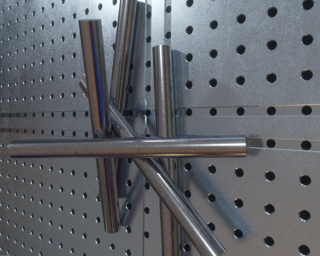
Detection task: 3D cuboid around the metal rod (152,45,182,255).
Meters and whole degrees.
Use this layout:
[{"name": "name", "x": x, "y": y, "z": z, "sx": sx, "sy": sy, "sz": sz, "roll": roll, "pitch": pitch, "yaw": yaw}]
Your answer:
[{"name": "metal rod", "x": 0.010, "y": 0.044, "z": 0.399, "sx": 0.025, "sy": 0.025, "sz": 0.298, "roll": -5, "pitch": 87, "yaw": 39}]

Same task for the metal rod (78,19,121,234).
[{"name": "metal rod", "x": -0.075, "y": 0.014, "z": 0.408, "sx": 0.025, "sy": 0.025, "sz": 0.298, "roll": 18, "pitch": 121, "yaw": 38}]

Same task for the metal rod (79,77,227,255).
[{"name": "metal rod", "x": -0.024, "y": 0.034, "z": 0.393, "sx": 0.300, "sy": 0.025, "sz": 0.025, "roll": 50, "pitch": 119, "yaw": 28}]

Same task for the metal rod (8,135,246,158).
[{"name": "metal rod", "x": -0.052, "y": 0.024, "z": 0.376, "sx": 0.301, "sy": 0.025, "sz": 0.025, "roll": -2, "pitch": 89, "yaw": 16}]

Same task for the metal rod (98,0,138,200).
[{"name": "metal rod", "x": -0.063, "y": -0.039, "z": 0.458, "sx": 0.025, "sy": 0.025, "sz": 0.298, "roll": 12, "pitch": 98, "yaw": 39}]
